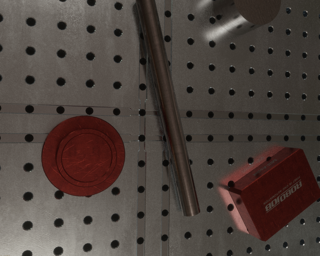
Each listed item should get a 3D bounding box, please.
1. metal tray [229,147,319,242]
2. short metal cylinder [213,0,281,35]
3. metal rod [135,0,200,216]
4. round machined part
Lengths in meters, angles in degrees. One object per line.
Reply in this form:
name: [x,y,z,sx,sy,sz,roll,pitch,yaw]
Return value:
metal tray: [0.180,0.099,0.479,0.131,0.030,0.090,-30,100,-18]
short metal cylinder: [0.125,-0.181,0.447,0.081,0.050,0.079,0,90,-21]
metal rod: [0.012,-0.027,0.417,0.025,0.025,0.298,-14,95,-20]
round machined part: [-0.090,0.034,0.371,0.099,0.042,0.097,0,90,-20]
